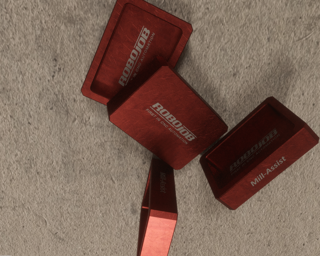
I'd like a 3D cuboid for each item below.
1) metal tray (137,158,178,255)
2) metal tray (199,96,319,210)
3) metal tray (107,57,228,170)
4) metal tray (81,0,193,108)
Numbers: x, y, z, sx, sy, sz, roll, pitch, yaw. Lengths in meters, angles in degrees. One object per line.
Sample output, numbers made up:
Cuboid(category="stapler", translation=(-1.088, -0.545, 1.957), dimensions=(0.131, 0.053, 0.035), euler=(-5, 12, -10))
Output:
Cuboid(category="metal tray", translation=(-0.005, 0.107, 0.393), dimensions=(0.030, 0.130, 0.089), euler=(11, 110, -4))
Cuboid(category="metal tray", translation=(0.115, 0.028, 0.385), dimensions=(0.030, 0.090, 0.130), euler=(40, 105, -23))
Cuboid(category="metal tray", translation=(0.012, -0.012, 0.381), dimensions=(0.090, 0.030, 0.130), euler=(-41, 124, 13))
Cuboid(category="metal tray", translation=(-0.029, -0.083, 0.375), dimensions=(0.090, 0.030, 0.129), euler=(24, 108, -9))
